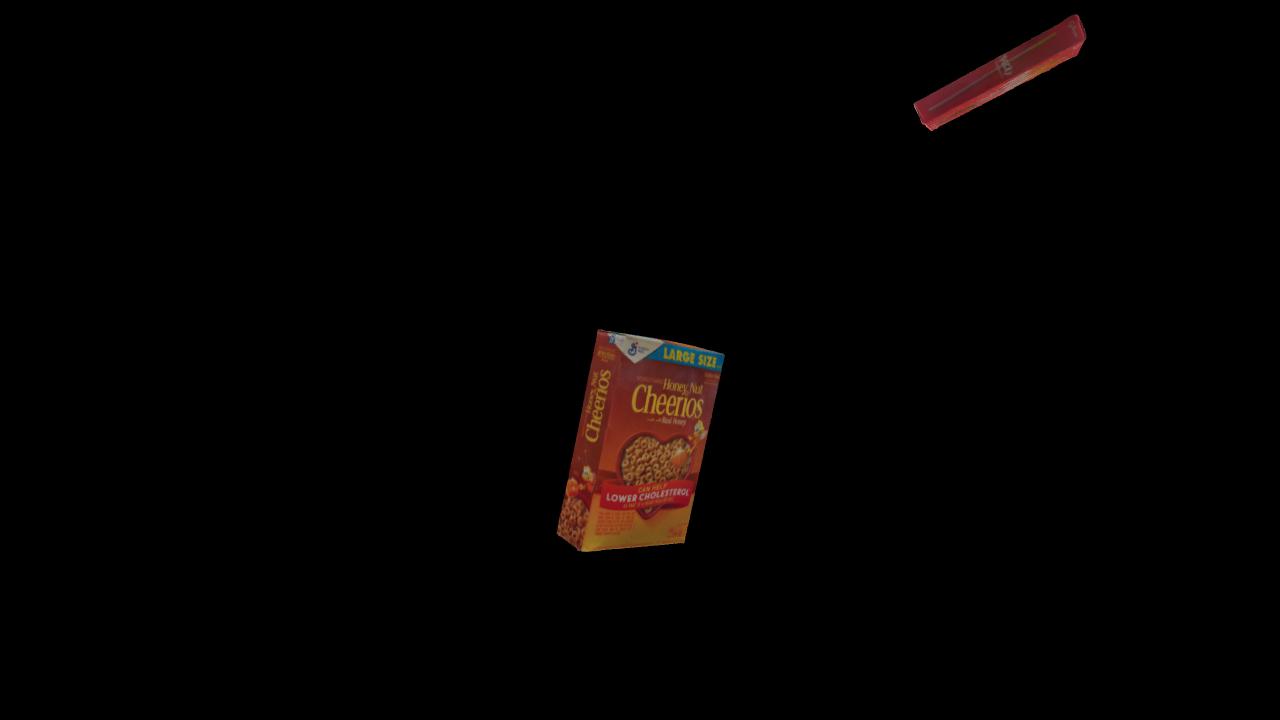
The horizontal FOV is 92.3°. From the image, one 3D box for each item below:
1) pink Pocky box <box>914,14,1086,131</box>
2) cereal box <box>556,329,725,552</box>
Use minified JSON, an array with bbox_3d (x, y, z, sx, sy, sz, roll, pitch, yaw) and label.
[{"bbox_3d":[0.378,-0.298,0.653,0.155,0.029,0.084,-24,1,33],"label":"pink Pocky box"},{"bbox_3d":[0.006,0.119,0.909,0.203,0.306,0.081,11,3,-41],"label":"cereal box"}]
